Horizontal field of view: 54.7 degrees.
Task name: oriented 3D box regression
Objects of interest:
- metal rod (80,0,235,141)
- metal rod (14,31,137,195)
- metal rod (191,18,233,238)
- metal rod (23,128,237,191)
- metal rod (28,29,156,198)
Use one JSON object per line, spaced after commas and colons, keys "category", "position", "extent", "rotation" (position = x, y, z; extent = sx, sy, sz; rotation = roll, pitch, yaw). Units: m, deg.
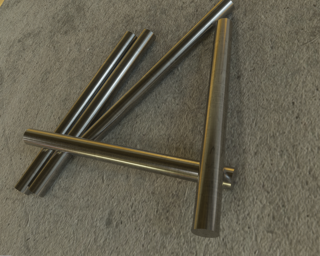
{"category": "metal rod", "position": [-0.004, -0.080, 0.454], "extent": [0.300, 0.025, 0.025], "rotation": [-45, 51, -3]}
{"category": "metal rod", "position": [-0.125, -0.031, 0.488], "extent": [0.025, 0.025, 0.300], "rotation": [22, 73, 36]}
{"category": "metal rod", "position": [0.067, -0.027, 0.362], "extent": [0.025, 0.025, 0.300], "rotation": [-6, 52, 25]}
{"category": "metal rod", "position": [-0.056, 0.034, 0.393], "extent": [0.301, 0.025, 0.025], "rotation": [9, 66, 25]}
{"category": "metal rod", "position": [-0.096, -0.031, 0.473], "extent": [0.025, 0.025, 0.300], "rotation": [23, 74, 36]}
